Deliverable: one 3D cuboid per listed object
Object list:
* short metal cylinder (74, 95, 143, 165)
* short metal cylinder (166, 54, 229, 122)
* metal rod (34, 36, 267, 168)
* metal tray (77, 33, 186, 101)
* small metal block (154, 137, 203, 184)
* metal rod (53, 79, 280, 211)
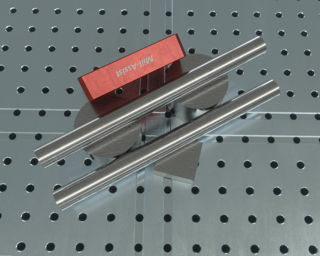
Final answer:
[{"bbox_3d":[-0.063,0.005,0.396,0.081,0.050,0.080,0,70,0],"label":"short metal cylinder"},{"bbox_3d":[0.047,-0.053,0.419,0.081,0.050,0.080,0,70,0],"label":"short metal cylinder"},{"bbox_3d":[-0.002,-0.036,0.371,0.302,0.025,0.025,-28,73,-10],"label":"metal rod"},{"bbox_3d":[-0.041,-0.079,0.404,0.131,0.090,0.030,-27,105,-10],"label":"metal tray"},{"bbox_3d":[0.023,0.039,0.397,0.050,0.025,0.050,14,71,4],"label":"small metal block"},{"bbox_3d":[0.016,0.015,0.379,0.302,0.025,0.025,-27,73,-10],"label":"metal rod"}]
